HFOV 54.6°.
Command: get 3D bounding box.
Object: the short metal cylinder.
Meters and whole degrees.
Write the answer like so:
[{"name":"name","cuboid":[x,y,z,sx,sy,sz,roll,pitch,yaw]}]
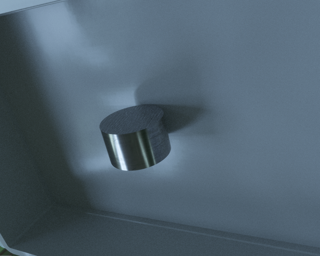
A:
[{"name":"short metal cylinder","cuboid":[-0.030,0.010,0.392,0.080,0.080,0.050,2,119,27]}]
